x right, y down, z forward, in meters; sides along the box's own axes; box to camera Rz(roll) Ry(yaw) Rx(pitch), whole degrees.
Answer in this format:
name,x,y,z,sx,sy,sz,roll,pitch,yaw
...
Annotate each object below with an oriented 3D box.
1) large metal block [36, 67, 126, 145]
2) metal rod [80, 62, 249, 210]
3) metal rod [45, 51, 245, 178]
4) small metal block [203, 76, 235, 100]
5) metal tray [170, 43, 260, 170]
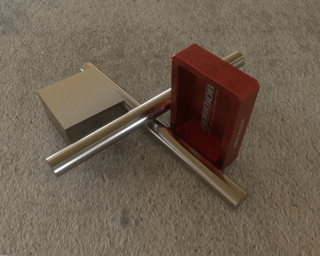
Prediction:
name,x,y,z,sx,sy,sz,roll,pitch,yaw
large metal block,-0.100,-0.025,0.407,0.081,0.050,0.080,-30,56,-23
metal rod,-0.012,-0.005,0.409,0.025,0.025,0.300,-35,58,-26
metal rod,-0.001,-0.029,0.396,0.302,0.025,0.025,-32,57,-25
small metal block,0.083,-0.054,0.451,0.050,0.025,0.050,-29,56,-22
metal tray,0.054,-0.019,0.352,0.030,0.129,0.090,-36,59,-25
